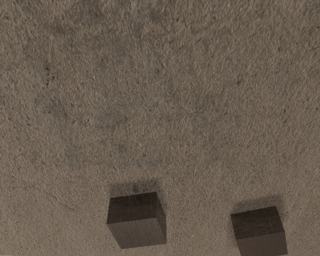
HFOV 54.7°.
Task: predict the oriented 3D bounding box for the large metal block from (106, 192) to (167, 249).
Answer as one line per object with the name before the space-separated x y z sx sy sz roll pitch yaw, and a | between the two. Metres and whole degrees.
large metal block | -0.037 0.158 0.525 0.080 0.050 0.080 -10 130 7

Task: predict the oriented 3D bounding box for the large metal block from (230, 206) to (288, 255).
large metal block | 0.178 0.191 0.557 0.080 0.050 0.080 -14 129 11
